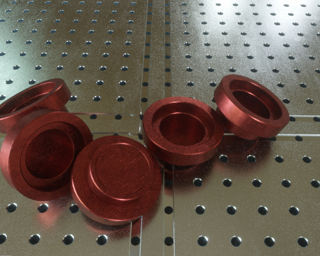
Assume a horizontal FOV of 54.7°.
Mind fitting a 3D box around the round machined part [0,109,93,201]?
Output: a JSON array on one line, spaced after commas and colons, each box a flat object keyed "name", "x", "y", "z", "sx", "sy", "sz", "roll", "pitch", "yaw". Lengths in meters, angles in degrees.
[{"name": "round machined part", "x": -0.126, "y": 0.027, "z": 0.342, "sx": 0.042, "sy": 0.098, "sz": 0.098, "roll": 14, "pitch": 48, "yaw": 40}]

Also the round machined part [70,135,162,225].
[{"name": "round machined part", "x": -0.044, "y": 0.050, "z": 0.333, "sx": 0.099, "sy": 0.042, "sz": 0.098, "roll": 10, "pitch": 58, "yaw": -16}]

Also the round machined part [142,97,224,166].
[{"name": "round machined part", "x": 0.027, "y": 0.008, "z": 0.386, "sx": 0.099, "sy": 0.042, "sz": 0.098, "roll": 4, "pitch": 46, "yaw": -4}]

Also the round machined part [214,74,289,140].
[{"name": "round machined part", "x": 0.113, "y": -0.023, "z": 0.402, "sx": 0.099, "sy": 0.042, "sz": 0.098, "roll": 18, "pitch": 39, "yaw": -15}]

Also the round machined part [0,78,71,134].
[{"name": "round machined part", "x": -0.158, "y": -0.021, "z": 0.395, "sx": 0.098, "sy": 0.042, "sz": 0.098, "roll": -18, "pitch": 29, "yaw": 11}]
